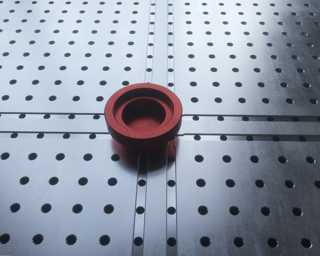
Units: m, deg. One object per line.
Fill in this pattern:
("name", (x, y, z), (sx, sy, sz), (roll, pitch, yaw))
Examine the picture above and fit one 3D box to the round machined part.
("round machined part", (-0.021, -0.011, 0.406), (0.099, 0.042, 0.098), (0, 50, 0))
